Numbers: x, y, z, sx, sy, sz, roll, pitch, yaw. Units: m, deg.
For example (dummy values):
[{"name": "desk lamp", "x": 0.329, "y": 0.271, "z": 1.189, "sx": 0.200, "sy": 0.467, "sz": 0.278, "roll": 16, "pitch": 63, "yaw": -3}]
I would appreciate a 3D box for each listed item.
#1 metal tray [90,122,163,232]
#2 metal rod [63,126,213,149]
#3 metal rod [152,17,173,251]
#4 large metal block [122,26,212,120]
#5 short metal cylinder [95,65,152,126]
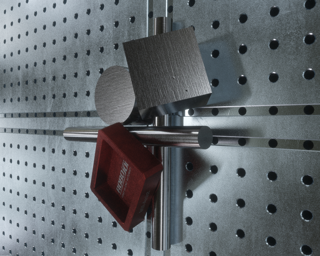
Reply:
[{"name": "metal tray", "x": -0.050, "y": 0.068, "z": 0.414, "sx": 0.090, "sy": 0.030, "sz": 0.129, "roll": 42, "pitch": 137, "yaw": 25}, {"name": "metal rod", "x": -0.055, "y": 0.010, "z": 0.433, "sx": 0.300, "sy": 0.025, "sz": 0.025, "roll": 0, "pitch": 90, "yaw": 47}, {"name": "metal rod", "x": 0.003, "y": 0.008, "z": 0.407, "sx": 0.025, "sy": 0.025, "sz": 0.298, "roll": 1, "pitch": 91, "yaw": 40}, {"name": "large metal block", "x": 0.008, "y": -0.061, "z": 0.361, "sx": 0.080, "sy": 0.050, "sz": 0.080, "roll": -14, "pitch": 79, "yaw": -1}, {"name": "short metal cylinder", "x": -0.045, "y": -0.043, "z": 0.430, "sx": 0.080, "sy": 0.050, "sz": 0.079, "roll": 0, "pitch": 90, "yaw": 40}]
